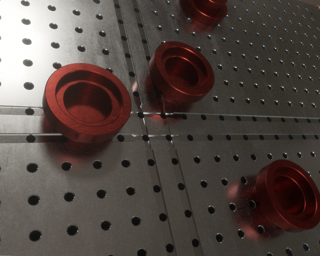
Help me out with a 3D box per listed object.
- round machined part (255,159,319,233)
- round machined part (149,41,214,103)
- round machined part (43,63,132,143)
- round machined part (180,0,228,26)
[{"bbox_3d":[0.174,0.097,0.434,0.099,0.042,0.098,14,56,-21],"label":"round machined part"},{"bbox_3d":[0.028,-0.078,0.462,0.099,0.042,0.098,14,56,-21],"label":"round machined part"},{"bbox_3d":[-0.087,-0.025,0.367,0.099,0.042,0.098,14,56,-21],"label":"round machined part"},{"bbox_3d":[0.091,-0.250,0.601,0.099,0.042,0.098,14,56,-21],"label":"round machined part"}]
